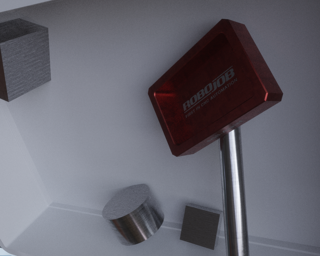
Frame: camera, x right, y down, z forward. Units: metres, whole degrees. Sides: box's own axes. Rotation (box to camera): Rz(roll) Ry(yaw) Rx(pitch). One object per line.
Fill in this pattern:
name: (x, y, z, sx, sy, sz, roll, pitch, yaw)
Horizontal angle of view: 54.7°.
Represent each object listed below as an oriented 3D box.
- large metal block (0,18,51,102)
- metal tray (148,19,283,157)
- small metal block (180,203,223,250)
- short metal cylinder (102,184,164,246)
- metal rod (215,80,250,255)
large metal block: (-0.196, -0.093, 0.416, 0.050, 0.080, 0.079, 21, 126, 15)
metal tray: (0.048, -0.036, 0.325, 0.129, 0.030, 0.090, -38, 66, 41)
small metal block: (0.060, 0.141, 0.448, 0.050, 0.025, 0.050, 10, 88, 23)
short metal cylinder: (-0.040, 0.131, 0.474, 0.080, 0.080, 0.050, -15, 111, 34)
metal rod: (0.083, 0.096, 0.341, 0.025, 0.025, 0.298, -4, 90, 29)
